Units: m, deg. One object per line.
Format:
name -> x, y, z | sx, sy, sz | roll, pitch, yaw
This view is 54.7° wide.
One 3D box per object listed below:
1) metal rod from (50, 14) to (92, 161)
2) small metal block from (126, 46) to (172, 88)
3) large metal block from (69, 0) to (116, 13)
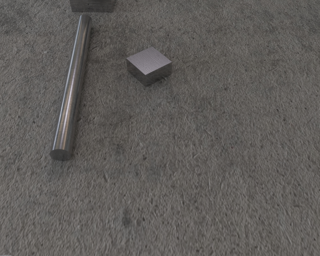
metal rod -> -0.128, -0.082, 0.470 | 0.025, 0.025, 0.300 | -2, 50, -2
small metal block -> -0.017, -0.096, 0.484 | 0.050, 0.025, 0.050 | -31, 57, -23
large metal block -> -0.132, -0.273, 0.596 | 0.080, 0.080, 0.050 | 2, 50, 1
